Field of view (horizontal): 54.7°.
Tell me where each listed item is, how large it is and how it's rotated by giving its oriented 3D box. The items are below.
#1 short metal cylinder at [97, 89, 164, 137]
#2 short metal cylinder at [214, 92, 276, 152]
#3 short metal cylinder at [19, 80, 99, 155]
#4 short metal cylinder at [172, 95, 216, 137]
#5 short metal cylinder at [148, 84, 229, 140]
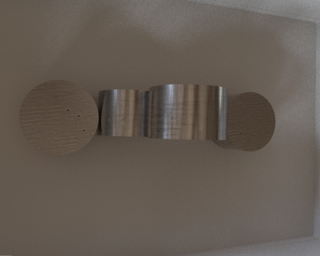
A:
[{"bbox_3d":[-0.033,-0.016,0.367,0.081,0.080,0.050,2,89,-20],"label":"short metal cylinder"},{"bbox_3d":[0.113,-0.008,0.437,0.081,0.050,0.080,0,90,-20],"label":"short metal cylinder"},{"bbox_3d":[-0.114,-0.011,0.353,0.081,0.050,0.080,0,90,-20],"label":"short metal cylinder"},{"bbox_3d":[0.043,-0.013,0.395,0.081,0.080,0.050,2,89,-20],"label":"short metal cylinder"},{"bbox_3d":[0.028,-0.014,0.317,0.081,0.080,0.050,2,89,-20],"label":"short metal cylinder"}]
